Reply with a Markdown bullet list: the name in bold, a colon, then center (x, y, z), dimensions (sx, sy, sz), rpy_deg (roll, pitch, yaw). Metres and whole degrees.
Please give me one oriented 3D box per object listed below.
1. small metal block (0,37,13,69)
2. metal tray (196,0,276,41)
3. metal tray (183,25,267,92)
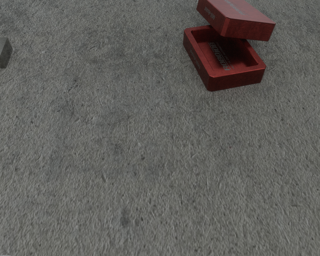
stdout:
- **small metal block**: center (-0.274, -0.121, 0.501), dimensions (0.050, 0.025, 0.050), rpy_deg (-3, 50, -4)
- **metal tray**: center (0.127, -0.195, 0.538), dimensions (0.091, 0.030, 0.130), rpy_deg (0, 38, -17)
- **metal tray**: center (0.099, -0.119, 0.501), dimensions (0.091, 0.030, 0.130), rpy_deg (-11, 51, -10)
